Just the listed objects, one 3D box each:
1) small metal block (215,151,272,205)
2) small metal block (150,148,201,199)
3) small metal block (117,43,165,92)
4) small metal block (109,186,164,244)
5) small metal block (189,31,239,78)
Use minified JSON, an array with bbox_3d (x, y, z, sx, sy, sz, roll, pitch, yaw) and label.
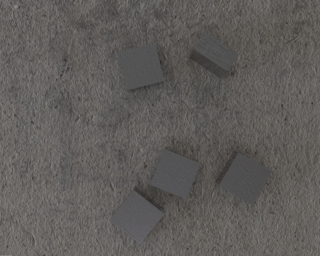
[{"bbox_3d":[0.110,0.065,0.411,0.050,0.025,0.050,30,90,0],"label":"small metal block"},{"bbox_3d":[0.020,0.059,0.410,0.050,0.025,0.050,23,90,0],"label":"small metal block"},{"bbox_3d":[-0.025,-0.079,0.410,0.050,0.025,0.050,-14,90,0],"label":"small metal block"},{"bbox_3d":[-0.030,0.114,0.410,0.050,0.025,0.050,38,90,0],"label":"small metal block"},{"bbox_3d":[0.068,-0.092,0.398,0.050,0.050,0.025,34,90,0],"label":"small metal block"}]
